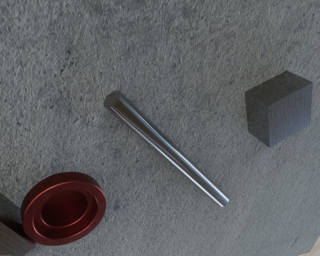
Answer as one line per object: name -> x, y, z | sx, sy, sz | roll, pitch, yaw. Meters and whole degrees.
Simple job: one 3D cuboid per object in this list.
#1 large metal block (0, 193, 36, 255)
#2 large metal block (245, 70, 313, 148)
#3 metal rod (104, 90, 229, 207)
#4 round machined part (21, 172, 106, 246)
large metal block -> -0.205, 0.123, 0.355 | 0.080, 0.050, 0.080 | -33, 129, -7
large metal block -> 0.182, -0.029, 0.475 | 0.080, 0.050, 0.080 | -27, 128, -12
metal rod -> 0.027, 0.047, 0.452 | 0.025, 0.025, 0.300 | -44, 130, 2
round machined part -> -0.121, 0.095, 0.388 | 0.099, 0.042, 0.097 | -15, 123, -23
